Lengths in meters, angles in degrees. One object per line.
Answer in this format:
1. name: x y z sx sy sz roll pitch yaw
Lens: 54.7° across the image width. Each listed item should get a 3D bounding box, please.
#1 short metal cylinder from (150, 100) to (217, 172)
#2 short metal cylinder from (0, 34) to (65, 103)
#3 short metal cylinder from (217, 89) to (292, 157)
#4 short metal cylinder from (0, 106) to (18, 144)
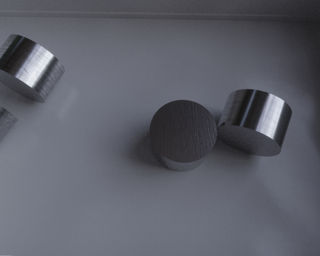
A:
1. short metal cylinder: 0.028 0.011 0.393 0.081 0.050 0.080 0 70 0
2. short metal cylinder: -0.174 -0.076 0.406 0.080 0.080 0.050 24 72 8
3. short metal cylinder: 0.115 -0.005 0.384 0.080 0.080 0.050 22 72 7
4. short metal cylinder: -0.227 -0.012 0.382 0.080 0.080 0.050 27 72 9
